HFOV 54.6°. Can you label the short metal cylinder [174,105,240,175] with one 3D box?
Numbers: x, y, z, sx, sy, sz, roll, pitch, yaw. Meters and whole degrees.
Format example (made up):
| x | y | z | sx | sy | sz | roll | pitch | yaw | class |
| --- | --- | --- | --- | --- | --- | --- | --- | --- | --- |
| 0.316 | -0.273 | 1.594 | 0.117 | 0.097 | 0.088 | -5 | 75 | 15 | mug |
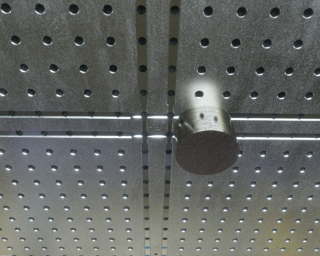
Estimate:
| x | y | z | sx | sy | sz | roll | pitch | yaw | class |
| --- | --- | --- | --- | --- | --- | --- | --- | --- | --- |
| 0.060 | 0.017 | 0.410 | 0.080 | 0.050 | 0.080 | 0 | 130 | 0 | short metal cylinder |
